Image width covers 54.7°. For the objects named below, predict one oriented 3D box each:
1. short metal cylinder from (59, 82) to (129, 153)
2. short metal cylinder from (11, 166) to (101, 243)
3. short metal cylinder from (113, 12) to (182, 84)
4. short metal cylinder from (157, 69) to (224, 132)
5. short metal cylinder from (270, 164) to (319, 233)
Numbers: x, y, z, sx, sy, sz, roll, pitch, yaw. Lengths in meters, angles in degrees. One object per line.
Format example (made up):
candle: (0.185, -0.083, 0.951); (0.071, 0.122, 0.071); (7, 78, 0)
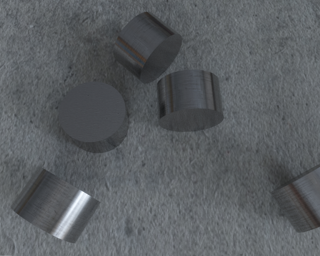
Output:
short metal cylinder: (-0.082, -0.012, 0.398); (0.081, 0.050, 0.080); (0, 70, 0)
short metal cylinder: (-0.115, 0.085, 0.346); (0.080, 0.080, 0.050); (28, 72, 9)
short metal cylinder: (-0.016, -0.107, 0.418); (0.050, 0.080, 0.080); (42, 75, 13)
short metal cylinder: (0.037, -0.032, 0.391); (0.081, 0.080, 0.050); (-3, 70, -1)
short metal cylinder: (0.176, 0.076, 0.353); (0.080, 0.080, 0.050); (-27, 73, -10)
